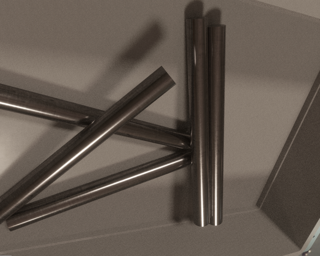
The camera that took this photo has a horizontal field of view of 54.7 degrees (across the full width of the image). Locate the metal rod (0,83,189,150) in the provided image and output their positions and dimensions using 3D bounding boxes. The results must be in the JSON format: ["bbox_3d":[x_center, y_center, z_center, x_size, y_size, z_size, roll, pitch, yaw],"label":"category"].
[{"bbox_3d":[-0.080,-0.011,0.358,0.302,0.025,0.025,14,111,-35],"label":"metal rod"}]

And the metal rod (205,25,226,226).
[{"bbox_3d":[0.077,0.012,0.433,0.025,0.025,0.298,-15,116,-21],"label":"metal rod"}]

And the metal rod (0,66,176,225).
[{"bbox_3d":[-0.108,0.035,0.347,0.300,0.025,0.025,-38,130,7],"label":"metal rod"}]

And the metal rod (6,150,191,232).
[{"bbox_3d":[-0.049,0.072,0.427,0.302,0.025,0.025,-17,126,-19],"label":"metal rod"}]

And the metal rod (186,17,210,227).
[{"bbox_3d":[0.053,0.009,0.417,0.025,0.025,0.298,-15,116,-21],"label":"metal rod"}]
